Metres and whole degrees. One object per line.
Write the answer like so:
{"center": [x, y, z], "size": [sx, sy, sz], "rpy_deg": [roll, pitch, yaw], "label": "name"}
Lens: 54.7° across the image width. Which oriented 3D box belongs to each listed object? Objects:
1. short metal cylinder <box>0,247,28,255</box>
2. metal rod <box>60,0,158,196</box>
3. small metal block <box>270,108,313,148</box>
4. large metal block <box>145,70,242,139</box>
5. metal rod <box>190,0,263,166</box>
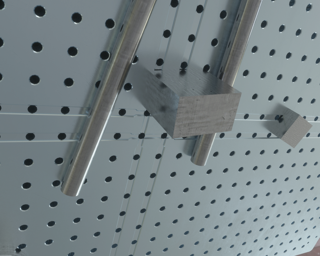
{"center": [-0.212, 0.204, 0.406], "size": [0.081, 0.050, 0.079], "rpy_deg": [-14, 124, -21], "label": "short metal cylinder"}
{"center": [-0.055, -0.048, 0.350], "size": [0.025, 0.025, 0.298], "rpy_deg": [12, 112, -34], "label": "metal rod"}
{"center": [0.228, 0.001, 0.537], "size": [0.050, 0.025, 0.050], "rpy_deg": [27, 104, -37], "label": "small metal block"}
{"center": [0.036, -0.033, 0.375], "size": [0.081, 0.080, 0.050], "rpy_deg": [-6, 121, -25], "label": "large metal block"}
{"center": [0.092, -0.080, 0.412], "size": [0.025, 0.025, 0.298], "rpy_deg": [0, 119, -29], "label": "metal rod"}
